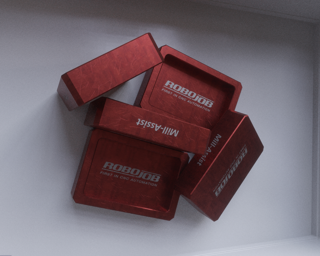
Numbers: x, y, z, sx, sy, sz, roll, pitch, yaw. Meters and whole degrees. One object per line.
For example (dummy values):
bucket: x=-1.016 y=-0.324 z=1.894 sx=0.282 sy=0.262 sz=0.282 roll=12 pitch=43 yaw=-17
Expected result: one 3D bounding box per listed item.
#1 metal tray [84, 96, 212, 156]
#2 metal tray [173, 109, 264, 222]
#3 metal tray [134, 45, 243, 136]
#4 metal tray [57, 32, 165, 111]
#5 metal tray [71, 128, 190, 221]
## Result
metal tray: x=-0.018 y=0.000 z=0.367 sx=0.131 sy=0.090 sz=0.030 roll=17 pitch=85 yaw=-20
metal tray: x=0.084 y=0.051 z=0.417 sx=0.130 sy=0.030 sz=0.090 roll=-53 pitch=135 yaw=-12
metal tray: x=0.040 y=-0.043 z=0.422 sx=0.131 sy=0.030 sz=0.090 roll=22 pitch=83 yaw=-19
metal tray: x=-0.060 y=-0.054 z=0.330 sx=0.091 sy=0.130 sz=0.030 roll=-31 pitch=101 yaw=-17
metal tray: x=-0.035 y=0.059 z=0.393 sx=0.131 sy=0.030 sz=0.090 roll=17 pitch=84 yaw=-20
